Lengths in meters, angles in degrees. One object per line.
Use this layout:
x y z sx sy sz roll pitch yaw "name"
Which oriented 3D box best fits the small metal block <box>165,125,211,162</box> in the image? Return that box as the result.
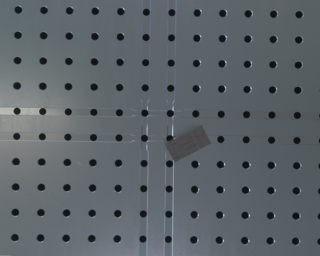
0.034 0.019 0.401 0.050 0.050 0.025 -28 90 0 "small metal block"
